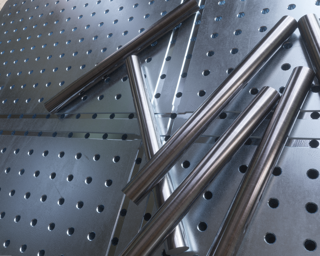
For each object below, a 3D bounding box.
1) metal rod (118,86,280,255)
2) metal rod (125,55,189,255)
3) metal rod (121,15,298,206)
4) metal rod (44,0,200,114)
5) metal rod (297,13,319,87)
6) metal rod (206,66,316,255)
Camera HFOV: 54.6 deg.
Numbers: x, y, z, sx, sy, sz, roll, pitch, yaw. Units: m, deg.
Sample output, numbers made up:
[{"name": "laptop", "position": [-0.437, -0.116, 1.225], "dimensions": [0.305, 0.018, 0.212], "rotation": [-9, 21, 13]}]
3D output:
[{"name": "metal rod", "position": [0.032, 0.066, 0.325], "dimensions": [0.025, 0.025, 0.301], "rotation": [31, 71, 38]}, {"name": "metal rod", "position": [-0.013, 0.010, 0.409], "dimensions": [0.025, 0.025, 0.300], "rotation": [-25, 53, 13]}, {"name": "metal rod", "position": [0.067, -0.030, 0.372], "dimensions": [0.301, 0.025, 0.025], "rotation": [-47, 51, -12]}, {"name": "metal rod", "position": [-0.066, -0.118, 0.516], "dimensions": [0.300, 0.025, 0.025], "rotation": [-34, 51, 5]}, {"name": "metal rod", "position": [0.189, -0.008, 0.313], "dimensions": [0.025, 0.025, 0.300], "rotation": [-14, 56, 20]}, {"name": "metal rod", "position": [0.095, 0.062, 0.320], "dimensions": [0.025, 0.025, 0.300], "rotation": [19, 71, 35]}]
